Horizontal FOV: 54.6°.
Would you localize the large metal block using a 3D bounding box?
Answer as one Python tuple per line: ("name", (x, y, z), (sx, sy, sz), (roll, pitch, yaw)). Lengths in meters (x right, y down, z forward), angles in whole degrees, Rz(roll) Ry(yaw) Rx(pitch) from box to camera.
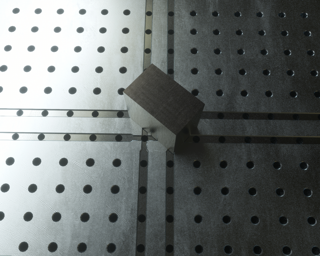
("large metal block", (0.004, -0.021, 0.390), (0.080, 0.080, 0.050), (40, 75, 13))
